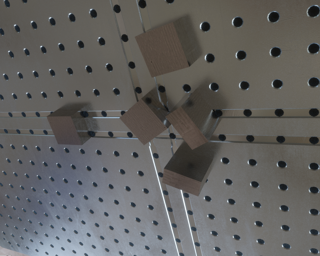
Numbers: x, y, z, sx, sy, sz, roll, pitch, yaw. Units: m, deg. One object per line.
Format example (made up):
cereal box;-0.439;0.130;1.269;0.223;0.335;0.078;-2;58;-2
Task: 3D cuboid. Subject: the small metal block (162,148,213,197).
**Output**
small metal block;0.037;0.057;0.411;0.050;0.050;0.025;18;126;18

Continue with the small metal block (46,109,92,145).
small metal block;-0.142;-0.002;0.486;0.050;0.025;0.050;0;119;28

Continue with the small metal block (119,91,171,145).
small metal block;-0.017;-0.012;0.413;0.050;0.025;0.050;48;129;-6

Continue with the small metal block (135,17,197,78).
small metal block;0.007;-0.090;0.352;0.050;0.025;0.050;-10;113;32

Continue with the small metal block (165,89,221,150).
small metal block;0.041;-0.011;0.367;0.025;0.050;0.050;-33;100;38
